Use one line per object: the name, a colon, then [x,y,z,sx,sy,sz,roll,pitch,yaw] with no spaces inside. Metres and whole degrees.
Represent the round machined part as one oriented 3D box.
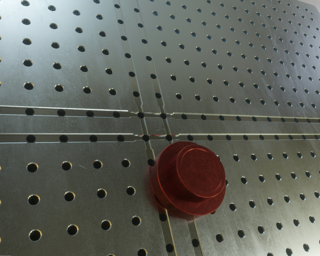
round machined part: [0.042,0.060,0.385,0.099,0.042,0.098,14,56,-21]
